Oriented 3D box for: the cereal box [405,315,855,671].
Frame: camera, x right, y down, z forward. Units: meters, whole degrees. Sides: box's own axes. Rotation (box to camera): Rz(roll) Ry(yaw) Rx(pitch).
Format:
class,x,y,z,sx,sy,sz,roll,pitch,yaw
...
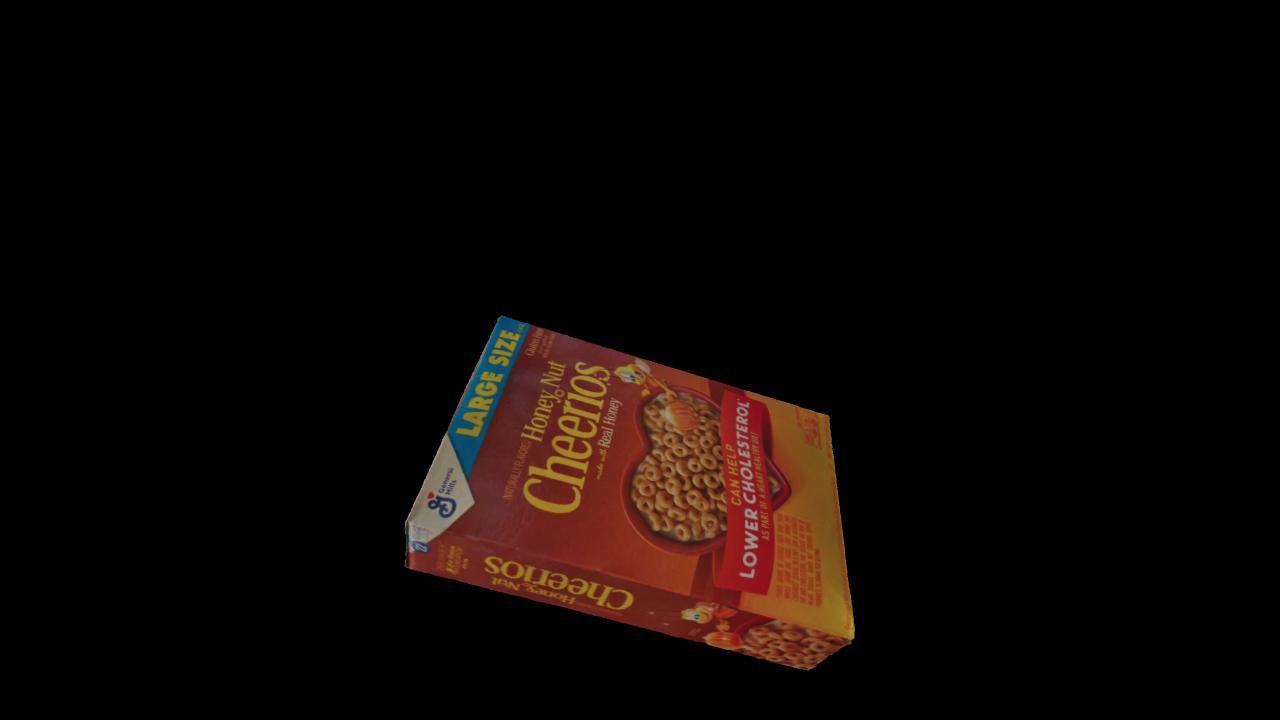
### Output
class,x,y,z,sx,sy,sz,roll,pitch,yaw
cereal box,0.003,0.094,0.481,0.306,0.203,0.081,18,-47,-6
